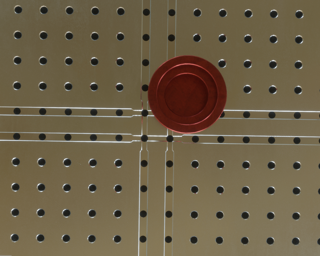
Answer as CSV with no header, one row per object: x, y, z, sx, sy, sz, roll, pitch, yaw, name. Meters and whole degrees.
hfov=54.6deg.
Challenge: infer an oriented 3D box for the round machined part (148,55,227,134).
0.034,-0.042,0.405,0.099,0.042,0.097,0,90,0,round machined part
